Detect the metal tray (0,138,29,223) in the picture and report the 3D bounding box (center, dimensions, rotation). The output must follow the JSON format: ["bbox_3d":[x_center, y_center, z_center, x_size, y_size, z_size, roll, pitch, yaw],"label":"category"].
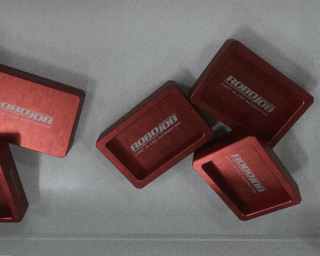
[{"bbox_3d":[-0.240,0.073,0.415,0.091,0.030,0.129,1,125,-1],"label":"metal tray"}]

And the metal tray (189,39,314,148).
[{"bbox_3d":[0.114,-0.040,0.395,0.130,0.030,0.090,32,107,-12],"label":"metal tray"}]

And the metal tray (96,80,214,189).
[{"bbox_3d":[-0.007,0.011,0.412,0.130,0.030,0.090,-37,106,12],"label":"metal tray"}]

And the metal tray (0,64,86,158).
[{"bbox_3d":[-0.172,-0.023,0.398,0.131,0.030,0.089,17,109,-7],"label":"metal tray"}]

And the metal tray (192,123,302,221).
[{"bbox_3d":[0.116,0.063,0.413,0.090,0.030,0.130,-29,115,27],"label":"metal tray"}]
